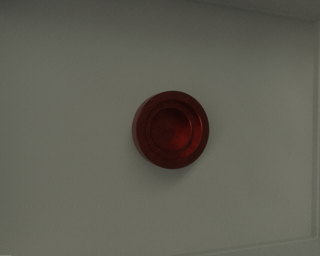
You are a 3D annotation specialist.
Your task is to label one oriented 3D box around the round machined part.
[{"bbox_3d":[0.011,0.002,0.403,0.099,0.042,0.097,0,90,-21],"label":"round machined part"}]
